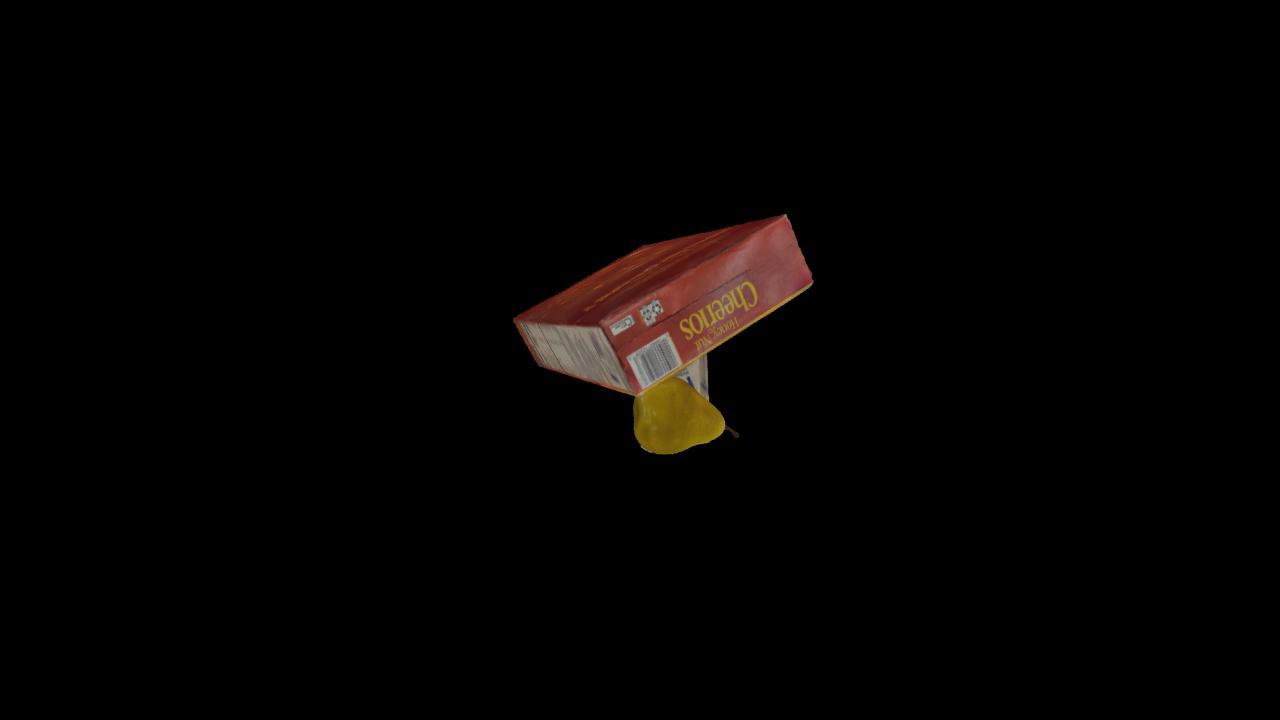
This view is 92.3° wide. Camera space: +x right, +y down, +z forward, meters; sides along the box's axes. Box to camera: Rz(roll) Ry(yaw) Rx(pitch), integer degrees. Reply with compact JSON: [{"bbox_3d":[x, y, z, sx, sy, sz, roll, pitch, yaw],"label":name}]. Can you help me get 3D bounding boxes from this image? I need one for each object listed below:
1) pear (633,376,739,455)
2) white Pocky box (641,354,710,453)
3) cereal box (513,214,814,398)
[{"bbox_3d":[0.050,0.057,0.630,0.111,0.080,0.080,2,0,-12],"label":"pear"},{"bbox_3d":[0.042,0.031,0.748,0.084,0.154,0.028,-15,-31,29],"label":"white Pocky box"},{"bbox_3d":[0.002,-0.059,0.644,0.203,0.081,0.306,-32,16,-19],"label":"cereal box"}]
